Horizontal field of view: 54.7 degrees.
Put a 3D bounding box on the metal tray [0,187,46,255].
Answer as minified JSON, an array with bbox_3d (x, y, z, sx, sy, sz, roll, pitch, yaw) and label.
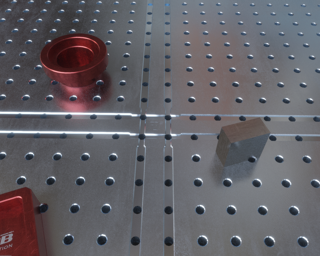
[{"bbox_3d":[-0.184,0.120,0.300,0.131,0.030,0.090,-16,52,-14],"label":"metal tray"}]

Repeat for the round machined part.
[{"bbox_3d":[-0.129,-0.101,0.480,0.099,0.042,0.098,0,50,0],"label":"round machined part"}]

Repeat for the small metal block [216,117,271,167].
[{"bbox_3d":[0.100,0.018,0.378,0.050,0.050,0.025,-14,52,-12],"label":"small metal block"}]
